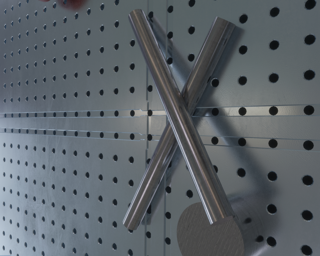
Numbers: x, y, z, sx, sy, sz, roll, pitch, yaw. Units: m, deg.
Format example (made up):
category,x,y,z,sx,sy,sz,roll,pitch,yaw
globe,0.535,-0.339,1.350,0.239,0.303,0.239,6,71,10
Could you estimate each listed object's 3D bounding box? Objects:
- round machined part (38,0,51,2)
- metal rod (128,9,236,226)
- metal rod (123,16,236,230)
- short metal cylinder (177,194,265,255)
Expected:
category,x,y,z,sx,sy,sz,roll,pitch,yaw
round machined part,-0.203,-0.280,0.566,0.098,0.042,0.097,0,90,40
metal rod,0.013,-0.035,0.365,0.025,0.025,0.299,-41,55,32
metal rod,0.016,0.008,0.395,0.025,0.025,0.298,37,113,34
short metal cylinder,0.066,0.117,0.339,0.080,0.050,0.080,0,90,40
